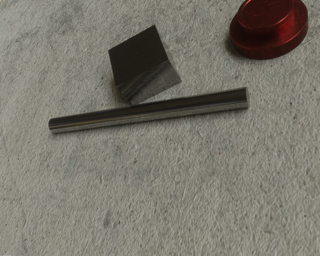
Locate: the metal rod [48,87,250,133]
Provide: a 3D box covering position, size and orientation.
[{"bbox_3d":[-0.031,-0.021,0.431,0.301,0.025,0.025,-7,59,24],"label":"metal rod"}]

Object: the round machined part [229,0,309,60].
[{"bbox_3d":[0.140,-0.141,0.406,0.098,0.042,0.098,-13,56,20],"label":"round machined part"}]

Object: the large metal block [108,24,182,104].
[{"bbox_3d":[-0.023,-0.092,0.455,0.080,0.050,0.080,-26,53,12],"label":"large metal block"}]
